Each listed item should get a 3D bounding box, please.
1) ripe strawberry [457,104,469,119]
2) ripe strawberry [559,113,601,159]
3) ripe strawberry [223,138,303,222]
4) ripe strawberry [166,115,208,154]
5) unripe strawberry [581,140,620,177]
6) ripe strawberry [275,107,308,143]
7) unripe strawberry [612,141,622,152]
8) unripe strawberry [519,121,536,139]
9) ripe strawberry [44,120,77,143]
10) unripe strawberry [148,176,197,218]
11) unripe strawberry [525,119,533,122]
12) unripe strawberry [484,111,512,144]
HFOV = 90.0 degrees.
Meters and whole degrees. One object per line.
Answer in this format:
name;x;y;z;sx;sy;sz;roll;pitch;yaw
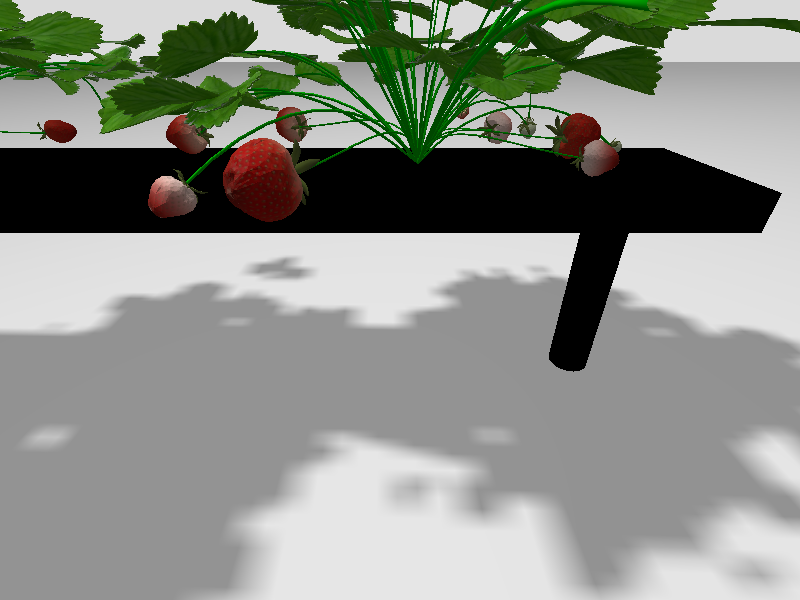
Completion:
ripe strawberry;0.086;-0.257;0.546;0.017;0.020;0.019;9;10;13
ripe strawberry;0.154;-0.140;0.344;0.036;0.037;0.033;-3;32;-6
ripe strawberry;-0.075;-0.063;0.216;0.038;0.043;0.041;20;38;28
ripe strawberry;-0.197;-0.152;0.367;0.035;0.034;0.032;3;32;11
unripe strawberry;0.152;-0.107;0.303;0.027;0.026;0.025;9;33;12
ripe strawberry;-0.115;-0.182;0.417;0.035;0.035;0.033;22;38;31
unripe strawberry;0.198;-0.140;0.367;0.011;0.011;0.010;-3;32;-11
unripe strawberry;0.138;-0.183;0.433;0.017;0.018;0.018;30;-7;38
ripe strawberry;-0.344;-0.171;0.406;0.026;0.022;0.026;-26;40;-36
unripe strawberry;-0.129;-0.056;0.224;0.026;0.023;0.023;30;-21;39
unripe strawberry;0.146;-0.202;0.459;0.010;0.011;0.011;25;40;34
unripe strawberry;0.102;-0.177;0.411;0.029;0.031;0.032;27;40;36
